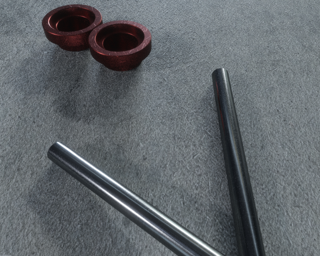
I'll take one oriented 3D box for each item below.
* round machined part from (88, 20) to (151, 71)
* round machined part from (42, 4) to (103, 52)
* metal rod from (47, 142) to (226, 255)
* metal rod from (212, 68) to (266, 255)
[{"bbox_3d":[-0.063,-0.129,0.500,0.099,0.042,0.098,0,50,0],"label":"round machined part"},{"bbox_3d":[-0.147,-0.169,0.533,0.099,0.042,0.098,0,50,0],"label":"round machined part"},{"bbox_3d":[-0.009,0.091,0.310,0.300,0.025,0.025,28,55,27],"label":"metal rod"},{"bbox_3d":[0.090,0.033,0.375,0.025,0.025,0.300,0,50,0],"label":"metal rod"}]
